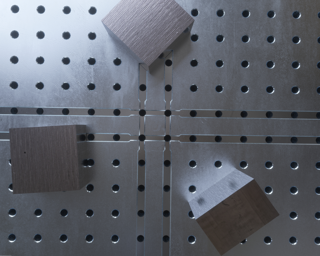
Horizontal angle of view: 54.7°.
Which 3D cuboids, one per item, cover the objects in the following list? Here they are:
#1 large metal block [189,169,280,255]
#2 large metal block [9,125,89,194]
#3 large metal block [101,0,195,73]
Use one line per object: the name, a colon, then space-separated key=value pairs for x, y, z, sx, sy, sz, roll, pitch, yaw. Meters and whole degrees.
large metal block: x=0.087 y=0.100 z=0.387 sx=0.080 sy=0.080 sz=0.050 roll=-35 pitch=90 yaw=0
large metal block: x=-0.140 y=0.038 z=0.399 sx=0.081 sy=0.050 sz=0.079 roll=-3 pitch=90 yaw=-1
large metal block: x=-0.015 y=-0.131 z=0.401 sx=0.080 sy=0.050 sz=0.080 roll=44 pitch=90 yaw=-1
